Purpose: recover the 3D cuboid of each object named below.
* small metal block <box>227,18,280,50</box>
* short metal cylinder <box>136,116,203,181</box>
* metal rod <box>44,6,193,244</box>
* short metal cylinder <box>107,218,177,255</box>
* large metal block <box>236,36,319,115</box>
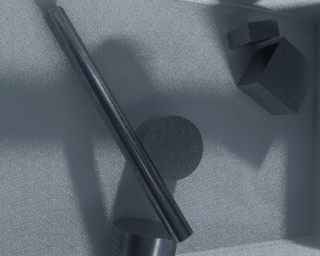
[{"bbox_3d":[0.134,-0.135,0.448,0.050,0.050,0.025,-15,96,-20],"label":"small metal block"},{"bbox_3d":[0.008,0.025,0.402,0.081,0.050,0.079,0,90,-21],"label":"short metal cylinder"},{"bbox_3d":[-0.050,-0.007,0.356,0.025,0.025,0.299,-29,86,-18],"label":"metal rod"},{"bbox_3d":[-0.021,0.145,0.375,0.081,0.080,0.050,11,86,-20],"label":"short metal cylinder"},{"bbox_3d":[0.176,-0.075,0.464,0.080,0.050,0.080,34,79,-17],"label":"large metal block"}]
